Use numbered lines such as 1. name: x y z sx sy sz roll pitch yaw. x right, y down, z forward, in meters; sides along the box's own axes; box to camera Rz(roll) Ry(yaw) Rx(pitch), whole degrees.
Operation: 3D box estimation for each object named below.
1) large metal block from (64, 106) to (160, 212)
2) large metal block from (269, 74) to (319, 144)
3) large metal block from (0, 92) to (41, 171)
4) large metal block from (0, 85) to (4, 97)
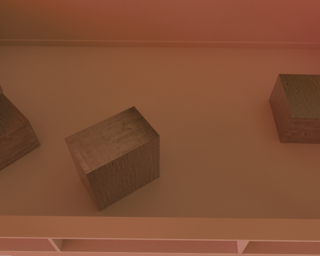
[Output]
1. large metal block: -0.048 0.034 0.340 0.081 0.080 0.050 -27 55 -21
2. large metal block: 0.200 -0.026 0.412 0.080 0.050 0.080 2 50 1
3. large metal block: -0.211 0.006 0.382 0.080 0.050 0.080 -37 59 -27
4. large metal block: -0.244 -0.036 0.352 0.080 0.050 0.080 5 50 4
